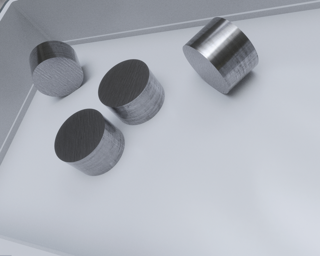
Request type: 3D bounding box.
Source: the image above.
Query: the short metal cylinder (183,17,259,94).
[{"bbox_3d":[0.074,-0.089,0.386,0.050,0.080,0.080,-44,51,-2],"label":"short metal cylinder"}]

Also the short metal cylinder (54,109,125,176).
[{"bbox_3d":[-0.096,0.020,0.428,0.080,0.050,0.080,-13,56,21],"label":"short metal cylinder"}]

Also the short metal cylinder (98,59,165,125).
[{"bbox_3d":[-0.040,-0.051,0.442,0.080,0.050,0.080,-13,56,21],"label":"short metal cylinder"}]

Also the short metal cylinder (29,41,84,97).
[{"bbox_3d":[-0.175,-0.099,0.524,0.080,0.080,0.050,-33,52,7],"label":"short metal cylinder"}]
